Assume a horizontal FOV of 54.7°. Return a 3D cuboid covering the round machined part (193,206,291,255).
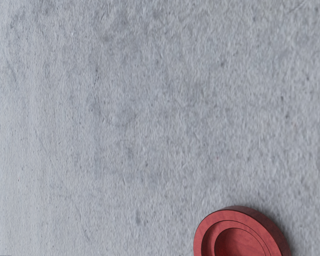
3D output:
[{"bbox_3d":[0.087,0.129,0.321,0.098,0.042,0.097,0,90,39],"label":"round machined part"}]
